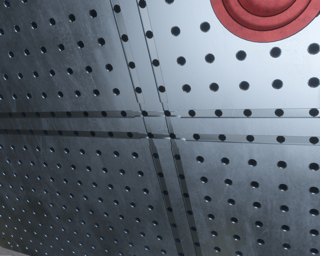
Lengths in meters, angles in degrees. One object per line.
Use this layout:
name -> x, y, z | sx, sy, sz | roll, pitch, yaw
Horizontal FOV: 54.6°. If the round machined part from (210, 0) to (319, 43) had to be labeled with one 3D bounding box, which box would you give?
round machined part -> 0.096, -0.128, 0.271 | 0.098, 0.042, 0.097 | 13, 124, 21
